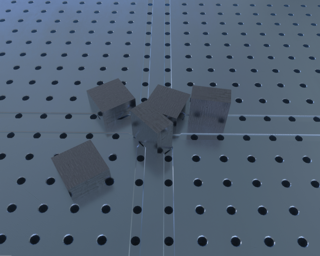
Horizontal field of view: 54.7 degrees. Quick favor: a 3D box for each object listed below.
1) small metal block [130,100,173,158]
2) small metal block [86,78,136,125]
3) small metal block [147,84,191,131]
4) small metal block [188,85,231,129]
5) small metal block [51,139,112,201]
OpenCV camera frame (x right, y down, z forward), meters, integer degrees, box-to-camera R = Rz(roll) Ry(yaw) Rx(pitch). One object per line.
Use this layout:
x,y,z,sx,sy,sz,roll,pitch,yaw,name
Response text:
-0.010,0.002,0.390,0.025,0.050,0.050,-34,58,-25,small metal block
-0.069,-0.039,0.439,0.050,0.025,0.050,-26,55,-21,small metal block
0.010,-0.030,0.433,0.050,0.025,0.050,20,53,15,small metal block
0.066,-0.028,0.416,0.050,0.050,0.025,7,51,6,small metal block
-0.092,0.048,0.366,0.050,0.025,0.050,-27,55,-21,small metal block
